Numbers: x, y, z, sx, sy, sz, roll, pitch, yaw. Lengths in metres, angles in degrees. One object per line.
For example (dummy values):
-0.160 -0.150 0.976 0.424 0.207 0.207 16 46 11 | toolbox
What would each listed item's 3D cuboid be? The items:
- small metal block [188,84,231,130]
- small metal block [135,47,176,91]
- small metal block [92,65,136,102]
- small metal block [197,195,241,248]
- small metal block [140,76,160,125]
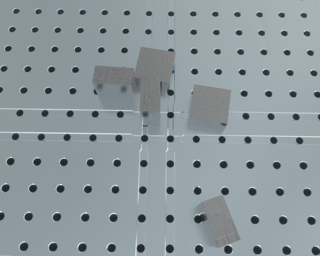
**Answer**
0.067 -0.028 0.422 0.050 0.025 0.050 9 70 3 | small metal block
-0.007 -0.084 0.443 0.050 0.025 0.050 10 70 3 | small metal block
-0.060 -0.059 0.420 0.050 0.050 0.025 4 70 1 | small metal block
0.066 0.109 0.359 0.025 0.050 0.050 -18 71 -6 | small metal block
-0.012 -0.035 0.411 0.025 0.050 0.050 0 70 0 | small metal block
